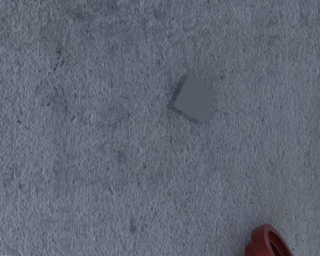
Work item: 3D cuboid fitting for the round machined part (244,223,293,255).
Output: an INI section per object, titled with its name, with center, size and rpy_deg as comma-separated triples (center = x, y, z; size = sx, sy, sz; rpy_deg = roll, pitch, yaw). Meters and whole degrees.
[round machined part]
center = 0.158, 0.191, 0.441
size = 0.042, 0.098, 0.098
rpy_deg = -36, 105, 22

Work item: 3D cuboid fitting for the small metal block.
[small metal block]
center = 0.045, -0.039, 0.427
size = 0.050, 0.025, 0.050
rpy_deg = 29, 80, -18
